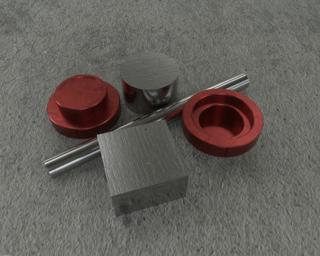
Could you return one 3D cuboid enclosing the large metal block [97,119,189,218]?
[{"bbox_3d":[-0.021,0.044,0.352,0.081,0.050,0.080,-13,51,-11],"label":"large metal block"}]

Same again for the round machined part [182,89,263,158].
[{"bbox_3d":[0.077,-0.002,0.395,0.099,0.042,0.098,0,50,0],"label":"round machined part"}]

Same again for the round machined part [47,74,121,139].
[{"bbox_3d":[-0.104,-0.036,0.422,0.099,0.042,0.098,0,50,0],"label":"round machined part"}]

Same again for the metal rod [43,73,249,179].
[{"bbox_3d":[-0.003,-0.011,0.415,0.302,0.025,0.025,-25,55,-20],"label":"metal rod"}]

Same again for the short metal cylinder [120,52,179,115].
[{"bbox_3d":[-0.014,-0.064,0.441,0.081,0.050,0.080,0,50,0],"label":"short metal cylinder"}]
